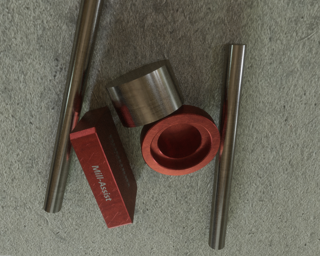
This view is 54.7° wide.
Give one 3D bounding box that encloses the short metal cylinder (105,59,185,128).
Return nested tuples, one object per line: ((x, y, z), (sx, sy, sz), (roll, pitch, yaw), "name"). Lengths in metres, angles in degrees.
((-0.018, -0.042, 0.365), (0.080, 0.080, 0.050), (-20, 109, 7), "short metal cylinder")

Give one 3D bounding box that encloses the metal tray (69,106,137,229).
((-0.065, 0.047, 0.391), (0.030, 0.090, 0.129), (-16, 110, 6), "metal tray")

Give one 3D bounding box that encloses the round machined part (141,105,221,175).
((0.024, 0.011, 0.396), (0.099, 0.042, 0.097), (-5, 126, -6), "round machined part")

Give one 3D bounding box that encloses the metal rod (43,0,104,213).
((-0.116, -0.019, 0.401), (0.025, 0.025, 0.298), (15, 109, -6), "metal rod")

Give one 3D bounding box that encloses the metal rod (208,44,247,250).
((0.089, 0.039, 0.424), (0.025, 0.025, 0.298), (1, 110, -1), "metal rod")
